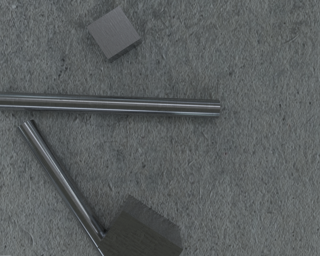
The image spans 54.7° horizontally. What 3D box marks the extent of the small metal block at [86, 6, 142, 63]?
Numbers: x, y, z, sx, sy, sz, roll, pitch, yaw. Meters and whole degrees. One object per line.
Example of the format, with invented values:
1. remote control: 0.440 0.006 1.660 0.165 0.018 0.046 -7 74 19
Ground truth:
1. small metal block: -0.059 -0.123 0.409 0.050 0.025 0.050 -33 90 0

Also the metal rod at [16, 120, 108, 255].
1. metal rod: -0.095 0.121 0.408 0.025 0.025 0.299 -33 90 0

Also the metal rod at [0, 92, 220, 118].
1. metal rod: -0.073 -0.031 0.408 0.302 0.025 0.025 2 90 -1

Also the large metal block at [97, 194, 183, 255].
1. large metal block: -0.022 0.133 0.382 0.080 0.080 0.050 33 90 -1
